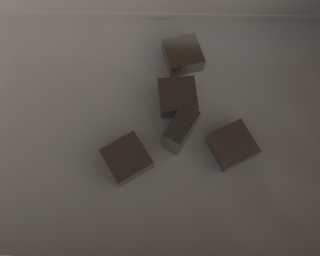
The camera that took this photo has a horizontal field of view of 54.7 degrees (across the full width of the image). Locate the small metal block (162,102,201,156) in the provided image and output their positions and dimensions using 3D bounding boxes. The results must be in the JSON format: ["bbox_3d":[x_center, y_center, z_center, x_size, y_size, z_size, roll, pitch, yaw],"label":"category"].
[{"bbox_3d":[0.026,0.003,0.396,0.025,0.050,0.050,30,73,10],"label":"small metal block"}]

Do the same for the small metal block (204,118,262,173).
[{"bbox_3d":[0.094,0.023,0.402,0.050,0.025,0.050,-24,72,-9],"label":"small metal block"}]

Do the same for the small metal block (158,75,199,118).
[{"bbox_3d":[0.024,-0.042,0.425,0.050,0.025,0.050,-5,70,-2],"label":"small metal block"}]

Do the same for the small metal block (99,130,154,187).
[{"bbox_3d":[-0.042,0.039,0.395,0.050,0.025,0.050,-30,73,-11],"label":"small metal block"}]

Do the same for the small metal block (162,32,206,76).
[{"bbox_3d":[0.033,-0.105,0.449,0.050,0.025,0.050,-14,71,-6],"label":"small metal block"}]
